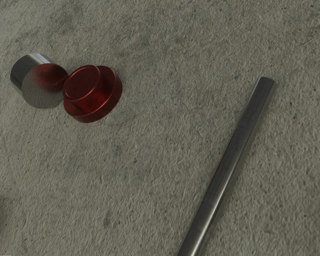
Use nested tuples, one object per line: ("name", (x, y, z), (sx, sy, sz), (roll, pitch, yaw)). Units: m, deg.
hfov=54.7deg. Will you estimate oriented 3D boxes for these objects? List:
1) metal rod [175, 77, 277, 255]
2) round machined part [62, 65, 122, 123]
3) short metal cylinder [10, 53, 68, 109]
("metal rod", (0.058, 0.073, 0.327), (0.025, 0.025, 0.300), (17, 70, 34))
("round machined part", (-0.112, -0.060, 0.487), (0.098, 0.042, 0.098), (-13, 56, 20))
("short metal cylinder", (-0.200, -0.079, 0.519), (0.080, 0.080, 0.050), (-49, 52, -7))
